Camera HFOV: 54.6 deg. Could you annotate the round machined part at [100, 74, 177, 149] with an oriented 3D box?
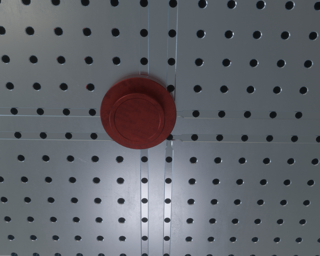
[{"bbox_3d":[-0.028,-0.017,0.398,0.099,0.042,0.097,0,110,0],"label":"round machined part"}]
